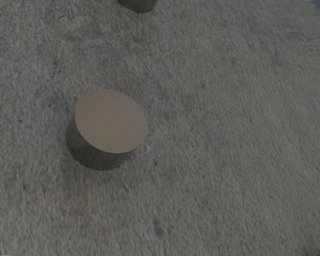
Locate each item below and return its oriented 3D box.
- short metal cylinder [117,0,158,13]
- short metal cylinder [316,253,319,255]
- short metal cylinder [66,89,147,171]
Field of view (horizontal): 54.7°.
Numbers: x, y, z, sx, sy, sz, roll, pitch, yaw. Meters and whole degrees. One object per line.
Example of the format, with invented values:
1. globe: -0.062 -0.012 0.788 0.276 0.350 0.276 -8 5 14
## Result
1. short metal cylinder: -0.035 -0.241 0.517 0.081 0.050 0.080 14 56 -21
2. short metal cylinder: 0.236 0.186 0.385 0.050 0.080 0.080 -13 68 -34
3. short metal cylinder: -0.062 0.002 0.354 0.081 0.050 0.080 14 56 -21
